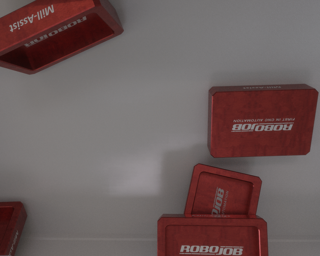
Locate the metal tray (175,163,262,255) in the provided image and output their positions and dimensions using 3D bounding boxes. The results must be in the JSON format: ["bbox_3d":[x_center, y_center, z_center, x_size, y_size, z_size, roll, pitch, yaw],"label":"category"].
[{"bbox_3d":[0.077,0.120,0.415,0.090,0.030,0.129,12,83,6],"label":"metal tray"}]

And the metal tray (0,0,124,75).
[{"bbox_3d":[-0.113,-0.103,0.335,0.130,0.090,0.030,-22,87,8],"label":"metal tray"}]

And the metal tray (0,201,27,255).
[{"bbox_3d":[-0.241,0.158,0.407,0.091,0.130,0.030,-1,128,-4],"label":"metal tray"}]

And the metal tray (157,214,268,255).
[{"bbox_3d":[0.063,0.154,0.381,0.131,0.030,0.090,0,82,4],"label":"metal tray"}]

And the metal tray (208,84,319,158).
[{"bbox_3d":[0.130,-0.009,0.406,0.131,0.030,0.089,-2,110,0],"label":"metal tray"}]
